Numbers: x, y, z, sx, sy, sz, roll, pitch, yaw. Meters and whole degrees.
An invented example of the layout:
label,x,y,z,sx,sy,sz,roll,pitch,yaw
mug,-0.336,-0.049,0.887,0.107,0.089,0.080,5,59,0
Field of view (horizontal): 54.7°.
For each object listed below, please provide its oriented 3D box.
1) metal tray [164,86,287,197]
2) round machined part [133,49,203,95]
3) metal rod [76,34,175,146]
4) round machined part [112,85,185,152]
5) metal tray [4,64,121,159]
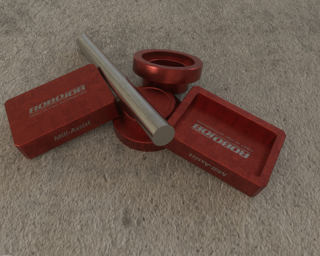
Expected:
label,x,y,z,sx,sy,sz,roll,pitch,yaw
metal tray,0.076,0.012,0.378,0.130,0.030,0.090,30,55,10
round machined part,0.010,-0.080,0.447,0.099,0.042,0.098,6,28,-3
metal rod,-0.063,-0.070,0.420,0.025,0.025,0.300,-22,40,-17
round machined part,-0.014,-0.020,0.411,0.099,0.042,0.098,0,50,0
metal tray,-0.129,-0.026,0.408,0.131,0.030,0.090,-27,52,-11
